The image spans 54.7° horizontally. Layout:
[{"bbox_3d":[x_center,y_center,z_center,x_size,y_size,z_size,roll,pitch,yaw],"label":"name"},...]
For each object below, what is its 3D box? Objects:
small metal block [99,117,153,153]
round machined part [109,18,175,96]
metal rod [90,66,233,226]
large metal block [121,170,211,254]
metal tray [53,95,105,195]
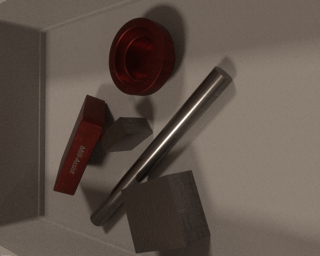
[{"bbox_3d":[-0.047,0.009,0.427,0.050,0.050,0.025,-39,67,33],"label":"small metal block"},{"bbox_3d":[-0.019,-0.091,0.410,0.098,0.042,0.097,0,90,39],"label":"round machined part"},{"bbox_3d":[-0.013,0.041,0.415,0.298,0.025,0.025,-50,61,28],"label":"metal rod"},{"bbox_3d":[0.005,0.104,0.385,0.080,0.050,0.080,-25,75,37],"label":"large metal block"},{"bbox_3d":[-0.121,0.025,0.469,0.129,0.030,0.090,-63,19,20],"label":"metal tray"}]
